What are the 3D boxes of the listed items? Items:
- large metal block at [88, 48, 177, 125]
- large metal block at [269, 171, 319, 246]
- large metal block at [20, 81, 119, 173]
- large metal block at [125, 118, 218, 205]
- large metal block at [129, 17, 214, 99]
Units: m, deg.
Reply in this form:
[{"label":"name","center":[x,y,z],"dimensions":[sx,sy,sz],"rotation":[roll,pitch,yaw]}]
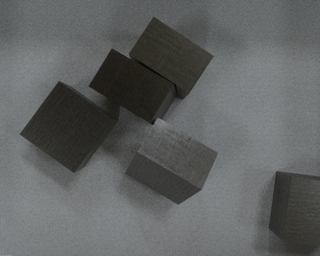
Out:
[{"label":"large metal block","center":[-0.028,-0.045,0.379],"dimensions":[0.080,0.080,0.050],"rotation":[31,90,6]},{"label":"large metal block","center":[0.195,0.104,0.402],"dimensions":[0.081,0.050,0.080],"rotation":[7,90,-1]},{"label":"large metal block","center":[-0.113,-0.001,0.397],"dimensions":[0.080,0.050,0.080],"rotation":[36,90,-1]},{"label":"large metal block","center":[0.011,0.044,0.377],"dimensions":[0.080,0.080,0.050],"rotation":[31,60,-1]},{"label":"large metal block","center":[0.013,-0.081,0.384],"dimensions":[0.080,0.080,0.050],"rotation":[33,90,-1]}]
